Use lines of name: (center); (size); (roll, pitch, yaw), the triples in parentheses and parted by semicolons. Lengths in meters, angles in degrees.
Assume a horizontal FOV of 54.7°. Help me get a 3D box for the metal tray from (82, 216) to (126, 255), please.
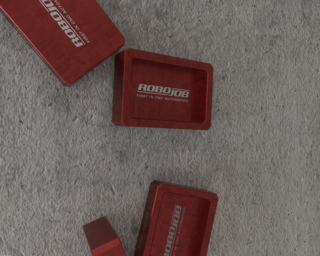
metal tray: (-0.048, 0.177, 0.356); (0.030, 0.090, 0.129); (-21, 97, -19)

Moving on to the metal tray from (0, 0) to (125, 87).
metal tray: (-0.116, -0.125, 0.363); (0.090, 0.030, 0.130); (-42, 103, -15)

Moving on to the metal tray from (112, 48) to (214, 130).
metal tray: (0.007, -0.044, 0.396); (0.131, 0.030, 0.089); (3, 89, -31)

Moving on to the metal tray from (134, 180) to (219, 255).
metal tray: (0.020, 0.142, 0.413); (0.091, 0.030, 0.129); (14, 85, -20)
